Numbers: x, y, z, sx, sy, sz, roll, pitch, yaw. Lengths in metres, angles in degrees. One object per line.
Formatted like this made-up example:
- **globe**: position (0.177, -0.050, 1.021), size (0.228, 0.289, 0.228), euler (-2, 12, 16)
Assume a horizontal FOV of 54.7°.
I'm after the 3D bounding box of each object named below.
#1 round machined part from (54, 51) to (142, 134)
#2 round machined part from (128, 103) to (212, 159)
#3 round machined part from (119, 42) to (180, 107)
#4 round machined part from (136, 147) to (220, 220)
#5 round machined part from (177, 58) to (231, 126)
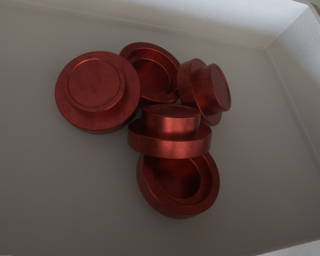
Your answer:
- **round machined part**: position (-0.071, -0.044, 0.353), size (0.099, 0.042, 0.098), euler (0, 76, 0)
- **round machined part**: position (0.012, -0.002, 0.363), size (0.099, 0.098, 0.042), euler (-7, 110, -31)
- **round machined part**: position (-0.017, -0.065, 0.422), size (0.099, 0.042, 0.098), euler (14, 56, -21)
- **round machined part**: position (0.018, 0.059, 0.366), size (0.099, 0.042, 0.098), euler (14, 56, -21)
- **round machined part**: position (0.066, -0.051, 0.430), size (0.098, 0.042, 0.098), euler (33, 49, -48)
